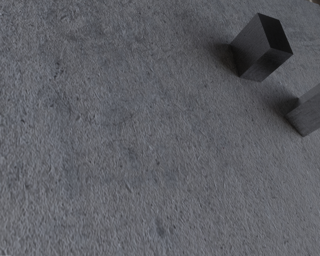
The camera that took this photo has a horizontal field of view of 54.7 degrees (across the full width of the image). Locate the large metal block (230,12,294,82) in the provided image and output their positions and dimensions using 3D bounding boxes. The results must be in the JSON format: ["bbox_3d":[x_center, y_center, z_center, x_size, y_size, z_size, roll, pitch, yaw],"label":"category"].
[{"bbox_3d":[0.176,-0.140,0.548,0.050,0.080,0.080,7,59,-25],"label":"large metal block"}]

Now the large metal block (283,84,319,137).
[{"bbox_3d":[0.277,-0.039,0.541,0.050,0.080,0.080,48,51,5],"label":"large metal block"}]
